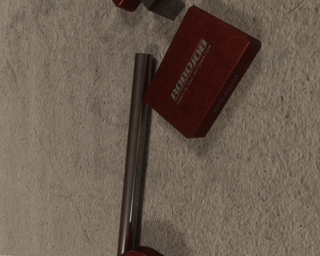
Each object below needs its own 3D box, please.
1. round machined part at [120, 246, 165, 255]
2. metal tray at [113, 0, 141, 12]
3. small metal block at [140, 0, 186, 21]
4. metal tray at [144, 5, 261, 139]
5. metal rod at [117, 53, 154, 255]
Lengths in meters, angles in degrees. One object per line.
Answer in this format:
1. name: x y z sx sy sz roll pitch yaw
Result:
1. round machined part: -0.013 0.202 0.401 0.098 0.042 0.097 1 91 37
2. metal tray: -0.053 -0.244 0.443 0.090 0.030 0.130 -45 63 30
3. small metal block: -0.003 -0.167 0.389 0.025 0.050 0.050 -47 62 30
4. metal tray: 0.044 -0.064 0.364 0.090 0.030 0.129 43 115 31
5. metal rod: -0.036 0.048 0.432 0.025 0.025 0.298 9 96 39
